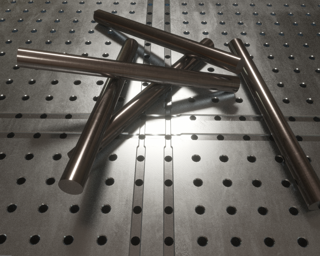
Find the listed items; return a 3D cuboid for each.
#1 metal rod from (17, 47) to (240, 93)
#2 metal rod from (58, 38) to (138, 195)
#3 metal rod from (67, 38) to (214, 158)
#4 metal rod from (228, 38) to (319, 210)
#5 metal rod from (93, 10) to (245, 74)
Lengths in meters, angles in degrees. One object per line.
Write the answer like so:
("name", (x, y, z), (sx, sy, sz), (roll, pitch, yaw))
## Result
("metal rod", (-0.031, -0.077, 0.427), (0.302, 0.025, 0.025), (5, 49, -15))
("metal rod", (-0.069, -0.041, 0.416), (0.025, 0.025, 0.300), (6, 42, 5))
("metal rod", (-0.010, -0.051, 0.450), (0.025, 0.025, 0.301), (31, 56, 23))
("metal rod", (0.152, -0.029, 0.434), (0.025, 0.025, 0.300), (-7, 50, -6))
("metal rod", (-0.002, -0.149, 0.508), (0.300, 0.025, 0.025), (28, 55, 30))
